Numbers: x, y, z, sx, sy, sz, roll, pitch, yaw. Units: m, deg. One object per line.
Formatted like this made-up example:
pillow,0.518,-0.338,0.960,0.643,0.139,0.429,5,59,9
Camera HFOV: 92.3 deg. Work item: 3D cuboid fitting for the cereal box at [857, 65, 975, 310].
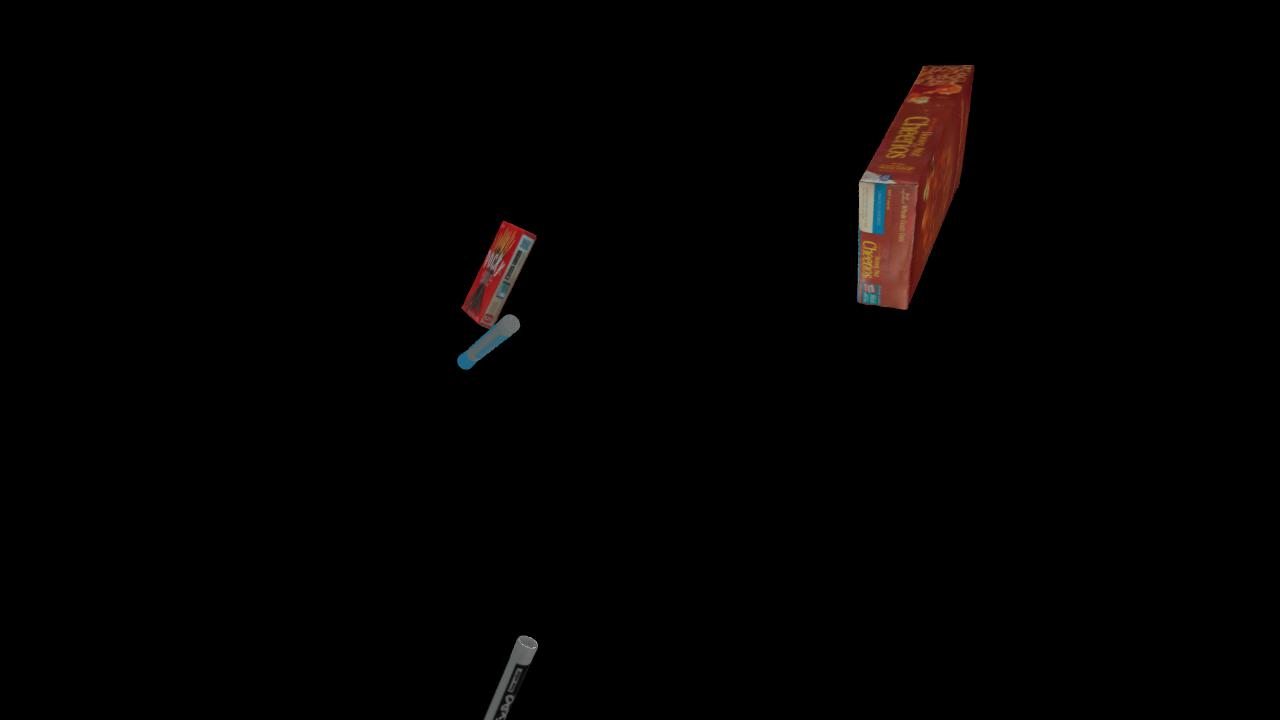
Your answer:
cereal box,0.386,-0.246,0.865,0.081,0.306,0.203,15,-35,31

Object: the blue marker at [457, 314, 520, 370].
blue marker,-0.161,-0.016,0.640,0.020,0.020,0.121,0,-19,-40

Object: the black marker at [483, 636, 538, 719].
black marker,-0.117,0.290,0.514,0.020,0.121,0.020,24,3,-1

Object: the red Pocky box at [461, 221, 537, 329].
red Pocky box,-0.214,-0.129,0.924,0.028,0.155,0.083,23,6,-39
